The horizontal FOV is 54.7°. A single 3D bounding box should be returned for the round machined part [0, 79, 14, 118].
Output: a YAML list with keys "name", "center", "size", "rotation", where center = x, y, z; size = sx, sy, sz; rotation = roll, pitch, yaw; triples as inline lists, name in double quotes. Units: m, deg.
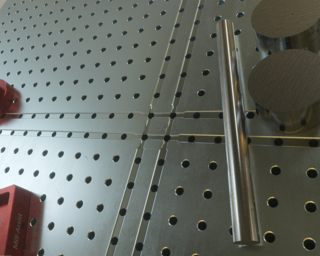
- name: "round machined part"
  center: [-0.343, -0.058, 0.613]
  size: [0.098, 0.042, 0.098]
  rotation: [-13, 56, 21]

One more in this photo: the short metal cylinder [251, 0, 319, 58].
- name: "short metal cylinder"
  center: [0.159, -0.126, 0.386]
  size: [0.080, 0.050, 0.080]
  rotation: [-13, 56, 21]

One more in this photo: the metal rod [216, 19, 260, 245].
- name: "metal rod"
  center: [0.088, -0.019, 0.373]
  size: [0.025, 0.025, 0.299]
  rotation: [-11, 57, 22]

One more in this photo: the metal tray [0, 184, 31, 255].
- name: "metal tray"
  center: [-0.234, 0.154, 0.433]
  size: [0.090, 0.030, 0.130]
  rotation: [-19, 54, 16]

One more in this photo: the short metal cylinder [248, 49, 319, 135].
- name: "short metal cylinder"
  center: [0.143, -0.039, 0.341]
  size: [0.080, 0.050, 0.080]
  rotation: [-13, 56, 21]
